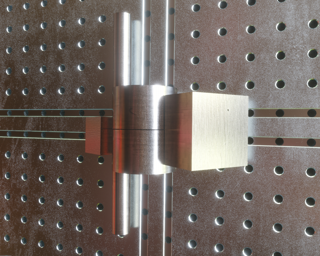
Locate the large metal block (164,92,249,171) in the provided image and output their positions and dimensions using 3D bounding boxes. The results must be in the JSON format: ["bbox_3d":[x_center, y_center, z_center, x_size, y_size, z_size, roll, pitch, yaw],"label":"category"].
[{"bbox_3d":[0.053,0.003,0.353,0.050,0.081,0.079,2,92,58],"label":"large metal block"}]

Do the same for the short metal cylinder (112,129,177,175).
[{"bbox_3d":[-0.019,0.027,0.385,0.080,0.080,0.050,1,90,20],"label":"short metal cylinder"}]

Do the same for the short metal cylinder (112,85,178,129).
[{"bbox_3d":[-0.019,-0.024,0.385,0.080,0.080,0.050,1,90,20],"label":"short metal cylinder"}]

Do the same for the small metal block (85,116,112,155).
[{"bbox_3d":[-0.081,0.010,0.425,0.050,0.025,0.050,0,89,54],"label":"small metal block"}]

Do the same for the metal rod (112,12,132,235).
[{"bbox_3d":[-0.052,-0.006,0.426,0.025,0.025,0.298,0,90,20],"label":"metal rod"}]
